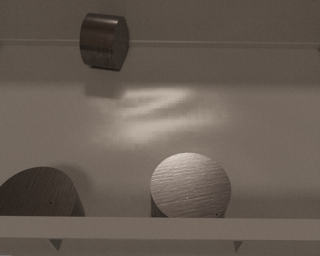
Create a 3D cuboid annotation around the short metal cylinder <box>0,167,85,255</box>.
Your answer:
[{"bbox_3d":[-0.121,0.087,0.315,0.081,0.050,0.080,0,50,0],"label":"short metal cylinder"}]

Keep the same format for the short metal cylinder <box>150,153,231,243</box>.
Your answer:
[{"bbox_3d":[0.030,0.073,0.328,0.081,0.050,0.080,0,50,0],"label":"short metal cylinder"}]

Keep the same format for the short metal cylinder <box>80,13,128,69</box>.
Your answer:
[{"bbox_3d":[-0.085,-0.134,0.481,0.050,0.080,0.080,9,51,7],"label":"short metal cylinder"}]
